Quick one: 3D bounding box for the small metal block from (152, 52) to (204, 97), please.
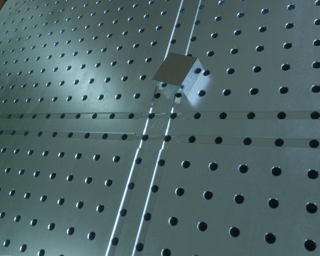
[{"bbox_3d":[0.026,-0.077,0.443,0.050,0.025,0.050,21,73,36],"label":"small metal block"}]
